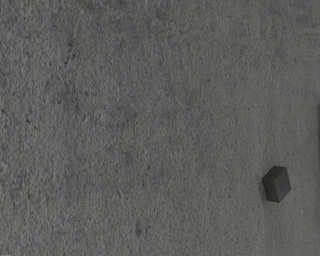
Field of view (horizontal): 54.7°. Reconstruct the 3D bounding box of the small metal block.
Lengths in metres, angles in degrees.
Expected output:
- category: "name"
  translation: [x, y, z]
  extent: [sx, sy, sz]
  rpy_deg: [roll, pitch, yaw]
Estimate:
- category: "small metal block"
  translation: [0.226, 0.108, 0.598]
  extent: [0.050, 0.025, 0.050]
  rpy_deg: [-31, 110, -36]
